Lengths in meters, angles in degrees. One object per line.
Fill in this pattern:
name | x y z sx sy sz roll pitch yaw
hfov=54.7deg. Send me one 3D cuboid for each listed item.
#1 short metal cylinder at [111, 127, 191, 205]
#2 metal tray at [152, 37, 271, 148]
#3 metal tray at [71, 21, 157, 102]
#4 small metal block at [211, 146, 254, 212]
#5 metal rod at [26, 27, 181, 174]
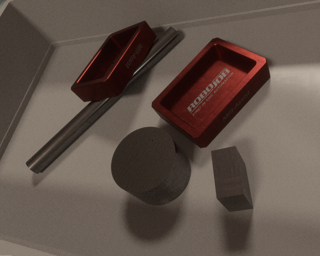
short metal cylinder | -0.010 0.045 0.366 0.080 0.050 0.080 -13 56 20
metal tray | 0.064 -0.049 0.397 0.130 0.030 0.090 -47 52 -5
metal tray | -0.069 -0.101 0.472 0.090 0.030 0.130 -3 50 43
small metal block | 0.074 0.053 0.317 0.025 0.050 0.050 -14 56 20
metal rod | -0.084 -0.044 0.474 0.300 0.025 0.025 -44 51 -3
